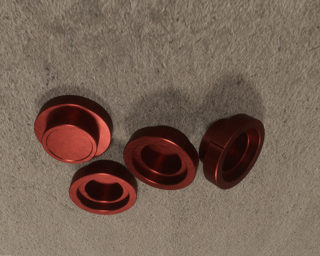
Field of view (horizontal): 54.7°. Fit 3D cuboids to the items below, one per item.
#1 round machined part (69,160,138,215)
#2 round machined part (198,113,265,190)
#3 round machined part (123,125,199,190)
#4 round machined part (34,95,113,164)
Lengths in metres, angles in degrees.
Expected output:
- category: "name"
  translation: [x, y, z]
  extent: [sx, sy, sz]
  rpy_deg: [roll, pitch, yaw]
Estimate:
- category: "round machined part"
  translation: [-0.083, 0.086, 0.468]
  extent: [0.099, 0.042, 0.097]
  rpy_deg: [-1, 130, 0]
- category: "round machined part"
  translation: [0.088, 0.026, 0.398]
  extent: [0.099, 0.042, 0.097]
  rpy_deg: [-25, 130, -34]
- category: "round machined part"
  translation: [0.005, 0.035, 0.414]
  extent: [0.098, 0.042, 0.097]
  rpy_deg: [11, 132, 13]
- category: "round machined part"
  translation: [-0.113, 0.009, 0.402]
  extent: [0.099, 0.042, 0.097]
  rpy_deg: [-1, 130, 0]
